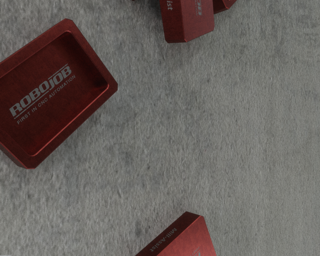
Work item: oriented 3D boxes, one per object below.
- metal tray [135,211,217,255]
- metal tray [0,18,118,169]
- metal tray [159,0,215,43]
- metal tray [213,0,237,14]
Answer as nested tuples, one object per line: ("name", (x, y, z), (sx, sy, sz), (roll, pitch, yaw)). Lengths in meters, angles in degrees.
("metal tray", (0.019, 0.188, 0.421), (0.131, 0.030, 0.090), (-30, 109, -36))
("metal tray", (-0.114, -0.035, 0.307), (0.130, 0.030, 0.090), (-50, 120, -29))
("metal tray", (0.034, -0.185, 0.403), (0.091, 0.030, 0.129), (-37, 126, -47))
("metal tray", (0.084, -0.255, 0.472), (0.090, 0.030, 0.130), (-51, 120, -29))
